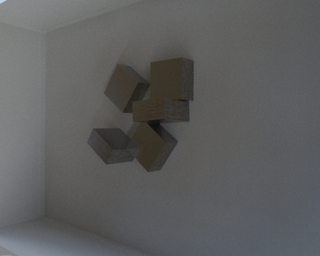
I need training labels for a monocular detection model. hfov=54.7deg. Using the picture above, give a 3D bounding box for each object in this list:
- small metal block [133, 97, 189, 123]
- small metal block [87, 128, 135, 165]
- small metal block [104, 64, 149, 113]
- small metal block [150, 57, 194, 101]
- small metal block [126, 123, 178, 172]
[{"bbox_3d":[0.002,-0.020,0.387,0.050,0.050,0.025,-4,85,39],"label":"small metal block"},{"bbox_3d":[-0.067,0.025,0.443,0.050,0.050,0.025,41,115,32],"label":"small metal block"},{"bbox_3d":[-0.048,-0.056,0.444,0.050,0.025,0.050,44,116,30],"label":"small metal block"},{"bbox_3d":[0.015,-0.060,0.393,0.050,0.025,0.050,1,91,39],"label":"small metal block"},{"bbox_3d":[-0.011,0.023,0.414,0.050,0.025,0.050,45,117,30],"label":"small metal block"}]
